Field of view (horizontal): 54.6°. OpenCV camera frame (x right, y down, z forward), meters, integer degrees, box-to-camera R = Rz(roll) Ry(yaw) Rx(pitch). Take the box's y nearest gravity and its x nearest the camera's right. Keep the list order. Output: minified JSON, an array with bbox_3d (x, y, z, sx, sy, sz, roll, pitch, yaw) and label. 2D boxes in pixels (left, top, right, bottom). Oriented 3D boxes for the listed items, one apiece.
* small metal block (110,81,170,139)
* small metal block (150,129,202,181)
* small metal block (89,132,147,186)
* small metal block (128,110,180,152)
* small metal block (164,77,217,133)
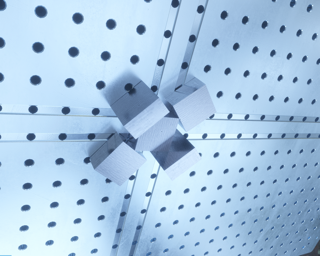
[{"bbox_3d":[-0.025,-0.022,0.367,0.050,0.050,0.025,-39,130,-1],"label":"small metal block"},{"bbox_3d":[0.021,0.037,0.428,0.050,0.050,0.025,-36,129,-4],"label":"small metal block"},{"bbox_3d":[-0.054,0.041,0.406,0.050,0.025,0.050,-44,130,2],"label":"small metal block"},{"bbox_3d":[-0.008,0.003,0.407,0.050,0.025,0.050,4,115,-29],"label":"small metal block"},{"bbox_3d":[0.042,-0.031,0.414,0.050,0.025,0.050,-34,129,-5],"label":"small metal block"}]
